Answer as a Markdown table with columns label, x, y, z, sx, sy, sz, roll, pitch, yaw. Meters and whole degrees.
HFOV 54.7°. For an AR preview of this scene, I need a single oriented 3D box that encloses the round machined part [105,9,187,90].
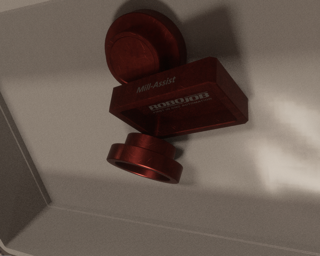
| label | x | y | z | sx | sy | sz | roll | pitch | yaw |
| --- | --- | --- | --- | --- | --- | --- | --- | --- | --- |
| round machined part | -0.022 | -0.082 | 0.357 | 0.098 | 0.042 | 0.097 | 13 | 124 | 20 |

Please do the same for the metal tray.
| label | x | y | z | sx | sy | sz | roll | pitch | yaw |
| --- | --- | --- | --- | --- | --- | --- | --- | --- | --- |
| metal tray | 0.021 | -0.026 | 0.346 | 0.130 | 0.030 | 0.090 | -12 | 149 | 33 |

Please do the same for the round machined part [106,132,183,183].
| label | x | y | z | sx | sy | sz | roll | pitch | yaw |
| --- | --- | --- | --- | --- | --- | --- | --- | --- | --- |
| round machined part | -0.017 | 0.038 | 0.408 | 0.098 | 0.042 | 0.098 | 16 | 164 | 5 |
